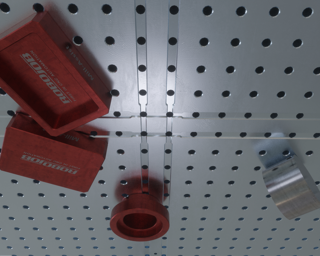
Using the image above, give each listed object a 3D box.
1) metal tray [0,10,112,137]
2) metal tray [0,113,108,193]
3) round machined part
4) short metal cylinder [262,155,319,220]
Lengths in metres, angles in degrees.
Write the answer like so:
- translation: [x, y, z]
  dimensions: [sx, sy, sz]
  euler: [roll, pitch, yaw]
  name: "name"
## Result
- translation: [-0.129, -0.055, 0.359]
  dimensions: [0.090, 0.030, 0.130]
  euler: [-23, 127, 18]
  name: "metal tray"
- translation: [-0.151, 0.039, 0.440]
  dimensions: [0.131, 0.030, 0.089]
  euler: [20, 127, -16]
  name: "metal tray"
- translation: [-0.033, 0.148, 0.527]
  dimensions: [0.099, 0.042, 0.097]
  euler: [0, 130, 0]
  name: "round machined part"
- translation: [0.193, 0.086, 0.450]
  dimensions: [0.050, 0.080, 0.080]
  euler: [-33, 123, 25]
  name: "short metal cylinder"
